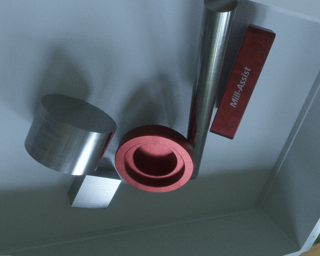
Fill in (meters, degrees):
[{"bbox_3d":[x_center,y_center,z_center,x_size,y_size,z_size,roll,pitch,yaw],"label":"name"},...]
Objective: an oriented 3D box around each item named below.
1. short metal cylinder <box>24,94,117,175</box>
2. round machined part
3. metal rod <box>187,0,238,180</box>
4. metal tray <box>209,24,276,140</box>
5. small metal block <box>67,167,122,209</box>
[{"bbox_3d":[-0.093,0.005,0.327,0.081,0.080,0.050,16,110,-35],"label":"short metal cylinder"},{"bbox_3d":[-0.005,0.034,0.399,0.099,0.042,0.097,3,127,5],"label":"round machined part"},{"bbox_3d":[0.046,-0.013,0.357,0.025,0.025,0.299,-24,150,-14],"label":"metal rod"},{"bbox_3d":[0.102,-0.061,0.389,0.030,0.090,0.129,20,114,9],"label":"metal tray"},{"bbox_3d":[-0.087,0.079,0.411,0.050,0.025,0.050,16,110,-35],"label":"small metal block"}]
